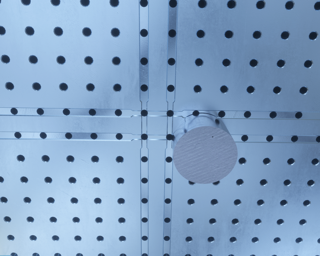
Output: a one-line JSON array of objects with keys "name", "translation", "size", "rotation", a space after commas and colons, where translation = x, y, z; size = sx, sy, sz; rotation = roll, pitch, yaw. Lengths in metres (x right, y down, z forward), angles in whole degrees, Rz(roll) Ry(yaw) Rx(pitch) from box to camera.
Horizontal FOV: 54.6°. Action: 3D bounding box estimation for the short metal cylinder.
[{"name": "short metal cylinder", "translation": [0.057, 0.026, 0.410], "size": [0.080, 0.050, 0.079], "rotation": [0, 110, 0]}]
